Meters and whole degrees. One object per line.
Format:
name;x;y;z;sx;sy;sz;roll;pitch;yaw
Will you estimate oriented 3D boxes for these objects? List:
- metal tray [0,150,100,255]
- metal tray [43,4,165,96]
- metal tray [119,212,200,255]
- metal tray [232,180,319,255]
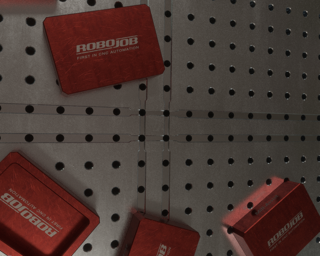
metal tray;-0.147;0.099;0.355;0.130;0.030;0.090;44;76;-15
metal tray;-0.067;-0.097;0.386;0.131;0.030;0.089;-16;96;-20
metal tray;-0.010;0.187;0.408;0.091;0.030;0.129;22;83;-19
metal tray;0.186;0.155;0.481;0.131;0.030;0.090;-34;101;-17
